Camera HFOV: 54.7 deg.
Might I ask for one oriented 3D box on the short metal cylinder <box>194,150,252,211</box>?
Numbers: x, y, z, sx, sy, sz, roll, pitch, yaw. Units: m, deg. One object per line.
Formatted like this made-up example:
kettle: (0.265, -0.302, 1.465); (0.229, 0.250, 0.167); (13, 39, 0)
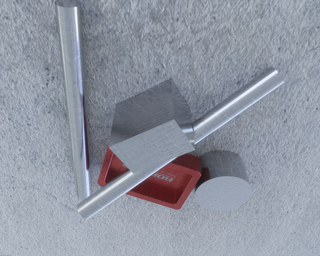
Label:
short metal cylinder: (0.089, 0.079, 0.459); (0.081, 0.050, 0.079); (-1, 131, -1)

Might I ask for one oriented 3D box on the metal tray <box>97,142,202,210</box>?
metal tray: (-0.016, 0.063, 0.445); (0.131, 0.030, 0.089); (19, 128, -5)

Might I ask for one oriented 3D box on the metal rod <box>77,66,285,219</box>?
metal rod: (0.017, 0.025, 0.387); (0.300, 0.025, 0.025); (-36, 123, 11)

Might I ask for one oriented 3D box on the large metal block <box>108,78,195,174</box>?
large metal block: (-0.009, -0.003, 0.368); (0.080, 0.080, 0.050); (-23, 127, 18)

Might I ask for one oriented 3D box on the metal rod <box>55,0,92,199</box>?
metal rod: (-0.105, -0.009, 0.397); (0.025, 0.025, 0.298); (4, 130, -4)
